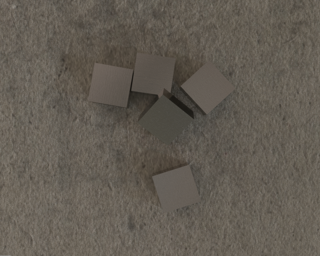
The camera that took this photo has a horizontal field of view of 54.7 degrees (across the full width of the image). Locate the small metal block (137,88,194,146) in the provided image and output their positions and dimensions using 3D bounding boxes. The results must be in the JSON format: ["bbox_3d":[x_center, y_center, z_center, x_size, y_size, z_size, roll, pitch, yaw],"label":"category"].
[{"bbox_3d":[0.008,-0.014,0.397,0.050,0.025,0.050,38,112,-14],"label":"small metal block"}]

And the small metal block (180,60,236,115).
[{"bbox_3d":[0.062,-0.052,0.411,0.050,0.025,0.050,-43,91,0],"label":"small metal block"}]

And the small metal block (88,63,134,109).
[{"bbox_3d":[-0.063,-0.055,0.409,0.050,0.025,0.050,10,90,-1],"label":"small metal block"}]

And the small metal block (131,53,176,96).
[{"bbox_3d":[-0.008,-0.069,0.410,0.050,0.025,0.050,8,90,-1],"label":"small metal block"}]

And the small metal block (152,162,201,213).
[{"bbox_3d":[0.021,0.078,0.410,0.050,0.025,0.050,-18,90,-1],"label":"small metal block"}]
